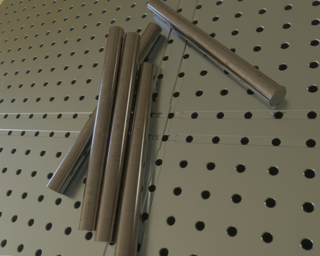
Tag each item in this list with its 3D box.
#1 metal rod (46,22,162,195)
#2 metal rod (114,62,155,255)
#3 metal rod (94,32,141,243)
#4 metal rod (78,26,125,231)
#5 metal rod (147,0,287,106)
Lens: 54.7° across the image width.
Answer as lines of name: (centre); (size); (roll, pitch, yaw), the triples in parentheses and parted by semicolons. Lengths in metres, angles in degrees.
metal rod: (-0.077, -0.040, 0.471); (0.025, 0.025, 0.300); (18, 71, 34)
metal rod: (-0.030, 0.038, 0.399); (0.025, 0.025, 0.299); (-9, 58, 23)
metal rod: (-0.053, -0.004, 0.419); (0.025, 0.025, 0.299); (-7, 64, 24)
metal rod: (-0.077, -0.014, 0.431); (0.025, 0.025, 0.299); (-7, 66, 24)
metal rod: (0.063, -0.126, 0.451); (0.025, 0.025, 0.300); (-40, 51, 1)
